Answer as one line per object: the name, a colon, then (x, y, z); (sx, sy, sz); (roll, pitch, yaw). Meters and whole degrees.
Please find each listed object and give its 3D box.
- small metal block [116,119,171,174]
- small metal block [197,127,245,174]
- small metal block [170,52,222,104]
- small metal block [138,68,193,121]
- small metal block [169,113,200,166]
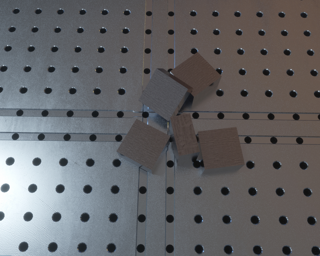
small metal block: (-0.020, 0.024, 0.403); (0.050, 0.025, 0.050); (27, 72, 9)
small metal block: (0.077, 0.029, 0.402); (0.050, 0.025, 0.050); (-7, 70, -3)
small metal block: (0.049, -0.070, 0.438); (0.050, 0.025, 0.050); (-37, 74, -13)
small metal block: (0.008, -0.045, 0.415); (0.050, 0.025, 0.050); (35, 110, 12)
small metal block: (0.029, 0.016, 0.393); (0.025, 0.050, 0.050); (-11, 71, -4)
